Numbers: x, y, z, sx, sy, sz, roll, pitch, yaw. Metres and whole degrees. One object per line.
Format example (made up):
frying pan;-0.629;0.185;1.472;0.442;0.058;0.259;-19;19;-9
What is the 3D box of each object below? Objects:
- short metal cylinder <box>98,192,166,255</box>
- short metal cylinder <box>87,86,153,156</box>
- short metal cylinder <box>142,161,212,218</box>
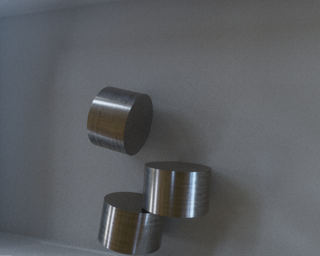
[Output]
short metal cylinder;-0.034;0.118;0.393;0.080;0.080;0.050;11;94;19
short metal cylinder;-0.049;-0.009;0.398;0.050;0.080;0.080;14;95;19
short metal cylinder;0.020;0.071;0.374;0.080;0.080;0.050;4;92;20
